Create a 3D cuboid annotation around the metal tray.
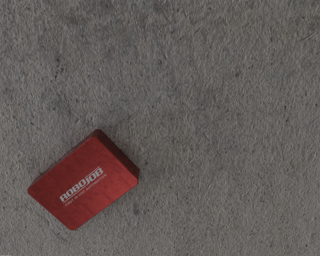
[{"bbox_3d":[-0.105,0.074,0.434,0.130,0.030,0.090,-38,106,12],"label":"metal tray"}]
